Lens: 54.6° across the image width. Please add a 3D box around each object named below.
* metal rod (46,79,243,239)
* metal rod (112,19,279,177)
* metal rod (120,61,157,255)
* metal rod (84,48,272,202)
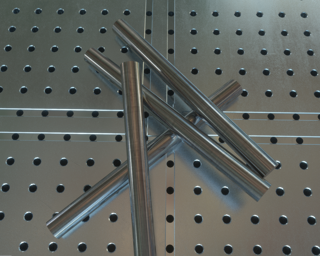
[{"bbox_3d":[-0.010,0.032,0.400,0.301,0.025,0.025,-37,74,-13],"label":"metal rod"},{"bbox_3d":[0.031,-0.052,0.408,0.025,0.025,0.300,-37,66,-12],"label":"metal rod"},{"bbox_3d":[-0.024,0.066,0.364,0.025,0.025,0.299,-5,79,-2],"label":"metal rod"},{"bbox_3d":[0.007,-0.017,0.394,0.300,0.025,0.025,40,75,22],"label":"metal rod"}]
